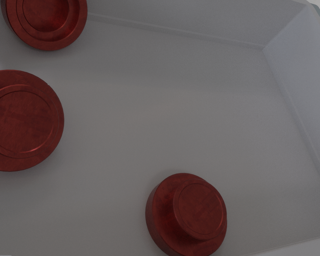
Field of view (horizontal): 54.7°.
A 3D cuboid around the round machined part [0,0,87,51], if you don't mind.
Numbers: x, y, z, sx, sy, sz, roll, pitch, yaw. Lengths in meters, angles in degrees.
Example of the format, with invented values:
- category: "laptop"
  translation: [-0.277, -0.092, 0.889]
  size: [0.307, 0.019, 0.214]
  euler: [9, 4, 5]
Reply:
- category: "round machined part"
  translation: [-0.145, -0.149, 0.384]
  size: [0.099, 0.097, 0.042]
  euler: [-18, 37, -35]

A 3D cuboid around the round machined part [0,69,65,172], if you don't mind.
- category: "round machined part"
  translation: [-0.137, -0.007, 0.295]
  size: [0.099, 0.042, 0.097]
  euler: [-3, 95, -42]

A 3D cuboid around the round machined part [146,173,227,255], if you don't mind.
- category: "round machined part"
  translation: [0.037, 0.097, 0.355]
  size: [0.099, 0.042, 0.098]
  euler: [14, 56, -21]
